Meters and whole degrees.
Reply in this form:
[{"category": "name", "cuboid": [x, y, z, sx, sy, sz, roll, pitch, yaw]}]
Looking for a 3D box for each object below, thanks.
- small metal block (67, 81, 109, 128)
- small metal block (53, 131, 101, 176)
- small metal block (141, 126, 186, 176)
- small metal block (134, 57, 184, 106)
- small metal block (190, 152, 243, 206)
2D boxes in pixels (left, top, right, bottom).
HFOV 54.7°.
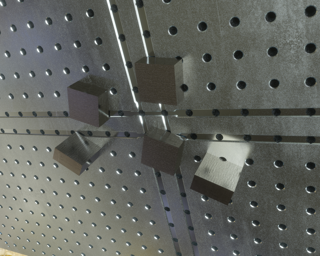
[{"category": "small metal block", "cuboid": [-0.102, -0.034, 0.442, 0.050, 0.025, 0.050, 18, 125, 17]}, {"category": "small metal block", "cuboid": [-0.129, 0.039, 0.485, 0.050, 0.050, 0.025, 32, 128, 7]}, {"category": "small metal block", "cuboid": [0.004, 0.032, 0.428, 0.050, 0.025, 0.050, 20, 126, 16]}, {"category": "small metal block", "cuboid": [0.000, -0.057, 0.374, 0.050, 0.025, 0.050, 8, 122, 23]}, {"category": "small metal block", "cuboid": [0.073, 0.064, 0.395, 0.050, 0.050, 0.025, 22, 127, 14]}]
